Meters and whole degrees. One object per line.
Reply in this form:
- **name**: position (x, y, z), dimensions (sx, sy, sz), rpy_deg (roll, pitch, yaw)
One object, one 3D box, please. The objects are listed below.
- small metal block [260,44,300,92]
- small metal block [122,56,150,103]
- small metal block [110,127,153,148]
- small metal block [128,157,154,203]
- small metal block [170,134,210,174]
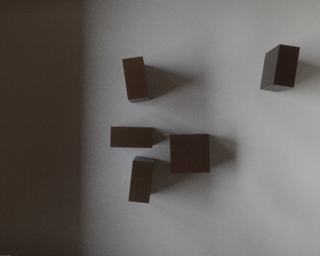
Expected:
- **small metal block**: position (0.154, -0.076, 0.401), dimensions (0.025, 0.050, 0.050), rpy_deg (9, 90, 0)
- **small metal block**: position (-0.030, -0.060, 0.399), dimensions (0.025, 0.050, 0.050), rpy_deg (-8, 90, 0)
- **small metal block**: position (-0.035, 0.011, 0.399), dimensions (0.050, 0.050, 0.025), rpy_deg (1, 90, -1)
- **small metal block**: position (-0.023, 0.065, 0.399), dimensions (0.025, 0.050, 0.050), rpy_deg (6, 90, 0)
- **small metal block**: position (0.039, 0.033, 0.412), dimensions (0.050, 0.025, 0.050), rpy_deg (-2, 90, -1)
